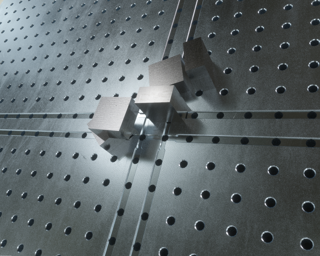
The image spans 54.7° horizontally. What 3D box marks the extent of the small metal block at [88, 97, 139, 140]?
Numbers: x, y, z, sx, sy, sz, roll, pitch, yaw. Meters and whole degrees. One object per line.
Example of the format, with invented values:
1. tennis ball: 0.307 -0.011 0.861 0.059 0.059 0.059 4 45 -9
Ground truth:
1. small metal block: -0.061 -0.014 0.415 0.050 0.025 0.050 4 64 29

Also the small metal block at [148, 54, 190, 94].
1. small metal block: 0.012 -0.072 0.445 0.050 0.025 0.050 -16 55 18

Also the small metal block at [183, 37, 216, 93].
1. small metal block: 0.053 -0.084 0.415 0.025 0.050 0.050 -14 56 20

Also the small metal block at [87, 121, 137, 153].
1. small metal block: -0.070 -0.001 0.444 0.050 0.025 0.050 -40 51 1

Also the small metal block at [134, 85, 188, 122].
1. small metal block: 0.003 -0.031 0.408 0.050 0.050 0.025 1 62 28
